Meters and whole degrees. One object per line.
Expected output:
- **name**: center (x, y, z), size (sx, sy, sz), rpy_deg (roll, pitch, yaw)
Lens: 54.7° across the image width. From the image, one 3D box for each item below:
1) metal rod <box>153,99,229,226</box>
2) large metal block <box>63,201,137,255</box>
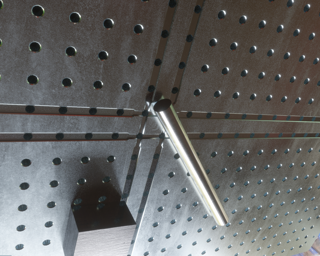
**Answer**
- **metal rod**: center (0.060, 0.072, 0.490), size (0.025, 0.025, 0.299), rpy_deg (-34, 129, -6)
- **large metal block**: center (-0.088, 0.156, 0.444), size (0.081, 0.050, 0.079), rpy_deg (2, 117, -30)
